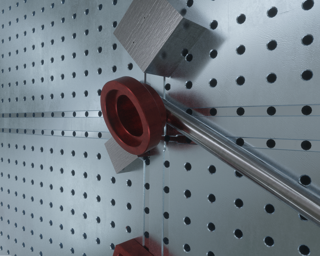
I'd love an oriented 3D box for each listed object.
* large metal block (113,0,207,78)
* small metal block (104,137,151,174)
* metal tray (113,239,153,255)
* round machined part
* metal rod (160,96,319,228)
[{"bbox_3d":[-0.002,-0.123,0.393,0.080,0.050,0.080,-50,61,28],"label":"large metal block"},{"bbox_3d":[-0.048,0.031,0.447,0.050,0.025,0.050,-39,67,33],"label":"small metal block"},{"bbox_3d":[-0.038,0.237,0.434,0.090,0.030,0.129,27,107,36],"label":"metal tray"},{"bbox_3d":[-0.030,-0.019,0.391,0.098,0.042,0.097,30,134,38],"label":"round machined part"},{"bbox_3d":[0.056,0.012,0.361,0.300,0.025,0.025,35,112,34],"label":"metal rod"}]
